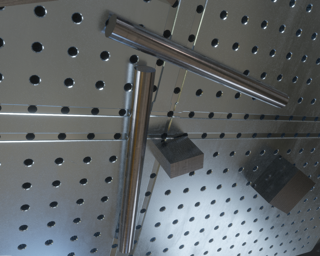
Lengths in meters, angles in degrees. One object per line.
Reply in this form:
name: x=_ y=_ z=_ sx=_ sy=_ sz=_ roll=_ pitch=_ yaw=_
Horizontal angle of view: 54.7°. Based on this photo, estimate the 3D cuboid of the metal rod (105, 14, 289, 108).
metal rod: x=0.070 y=-0.074 z=0.403 sx=0.302 sy=0.025 sz=0.025 roll=14 pitch=111 yaw=-34

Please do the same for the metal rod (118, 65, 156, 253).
metal rod: x=-0.037 y=0.062 z=0.428 sx=0.025 sy=0.025 sz=0.298 roll=-6 pitch=121 yaw=-25

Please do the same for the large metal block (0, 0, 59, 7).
large metal block: x=-0.131 y=-0.139 z=0.237 sx=0.081 sy=0.050 sz=0.079 roll=-16 pitch=125 yaw=-19

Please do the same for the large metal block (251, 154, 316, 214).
large metal block: x=0.235 y=0.108 z=0.590 sx=0.080 sy=0.050 sz=0.080 roll=32 pitch=100 yaw=-38

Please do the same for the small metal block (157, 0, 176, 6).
small metal block: x=-0.008 y=-0.148 z=0.298 sx=0.050 sy=0.050 sz=0.025 roll=30 pitch=102 yaw=-38

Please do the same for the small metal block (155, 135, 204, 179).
small metal block: x=0.026 y=0.039 z=0.433 sx=0.050 sy=0.050 sz=0.025 roll=-15 pitch=125 yaw=-20
